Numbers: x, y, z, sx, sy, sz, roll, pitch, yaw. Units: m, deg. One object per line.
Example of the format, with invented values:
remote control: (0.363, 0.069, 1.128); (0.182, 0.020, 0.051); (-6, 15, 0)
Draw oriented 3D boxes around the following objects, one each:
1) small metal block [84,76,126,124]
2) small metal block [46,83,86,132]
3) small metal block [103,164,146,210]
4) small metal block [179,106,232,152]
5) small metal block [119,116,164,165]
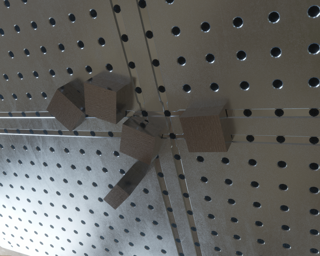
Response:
small metal block: (-0.075, -0.039, 0.428); (0.050, 0.025, 0.050); (18, 126, 18)
small metal block: (-0.135, -0.031, 0.465); (0.050, 0.025, 0.050); (43, 129, -2)
small metal block: (-0.055, 0.092, 0.482); (0.025, 0.050, 0.050); (41, 129, 0)
small metal block: (0.057, 0.002, 0.383); (0.050, 0.025, 0.050); (-3, 117, 30)
small metal block: (-0.027, 0.017, 0.437); (0.050, 0.025, 0.050); (22, 127, 15)
